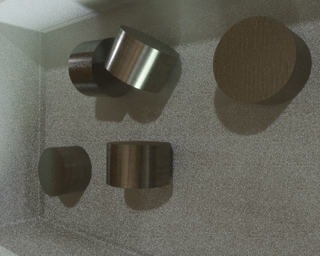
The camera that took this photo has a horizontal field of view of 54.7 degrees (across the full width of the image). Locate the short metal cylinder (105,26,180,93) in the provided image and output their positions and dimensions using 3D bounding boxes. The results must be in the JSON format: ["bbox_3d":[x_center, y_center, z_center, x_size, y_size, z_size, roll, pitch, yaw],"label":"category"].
[{"bbox_3d":[-0.022,-0.086,0.388,0.080,0.081,0.050,43,116,31],"label":"short metal cylinder"}]

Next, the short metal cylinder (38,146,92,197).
[{"bbox_3d":[-0.160,0.071,0.519,0.080,0.050,0.079,0,90,39],"label":"short metal cylinder"}]

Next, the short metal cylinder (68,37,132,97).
[{"bbox_3d":[-0.079,-0.083,0.434,0.050,0.081,0.079,6,94,39],"label":"short metal cylinder"}]

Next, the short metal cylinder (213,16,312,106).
[{"bbox_3d":[0.101,-0.063,0.307,0.080,0.050,0.079,0,90,39],"label":"short metal cylinder"}]

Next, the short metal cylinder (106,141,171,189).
[{"bbox_3d":[-0.027,0.044,0.391,0.080,0.081,0.050,1,91,39],"label":"short metal cylinder"}]
